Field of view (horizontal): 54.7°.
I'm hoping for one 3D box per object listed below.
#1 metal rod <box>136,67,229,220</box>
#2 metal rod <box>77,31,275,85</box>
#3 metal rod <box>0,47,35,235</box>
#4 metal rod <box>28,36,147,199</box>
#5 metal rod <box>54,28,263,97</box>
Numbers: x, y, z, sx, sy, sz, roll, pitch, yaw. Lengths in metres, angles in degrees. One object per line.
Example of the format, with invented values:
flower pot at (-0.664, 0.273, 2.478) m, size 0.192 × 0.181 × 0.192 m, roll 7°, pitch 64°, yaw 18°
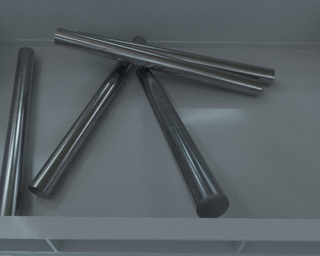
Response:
metal rod at (0.007, -0.015, 0.352) m, size 0.025 × 0.025 × 0.300 m, roll -10°, pitch 31°, yaw -8°
metal rod at (0.022, -0.106, 0.472) m, size 0.302 × 0.025 × 0.025 m, roll 11°, pitch 51°, yaw 0°
metal rod at (-0.186, -0.009, 0.409) m, size 0.025 × 0.025 × 0.300 m, roll -9°, pitch 51°, yaw -8°
metal rod at (-0.084, -0.036, 0.434) m, size 0.025 × 0.025 × 0.301 m, roll 16°, pitch 51°, yaw 12°
metal rod at (0.000, -0.095, 0.450) m, size 0.302 × 0.025 × 0.025 m, roll 14°, pitch 51°, yaw -2°
